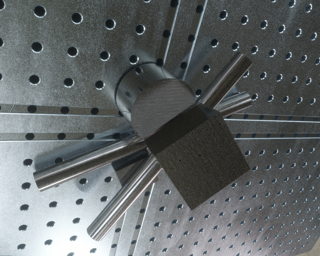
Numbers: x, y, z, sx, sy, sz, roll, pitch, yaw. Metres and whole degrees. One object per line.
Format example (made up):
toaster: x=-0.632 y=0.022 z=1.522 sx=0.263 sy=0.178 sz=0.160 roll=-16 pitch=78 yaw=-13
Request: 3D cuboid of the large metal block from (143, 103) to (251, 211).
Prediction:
large metal block: x=0.041 y=0.030 z=0.350 sx=0.080 sy=0.050 sz=0.080 roll=-34 pitch=112 yaw=-5

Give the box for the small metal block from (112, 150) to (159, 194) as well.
small metal block: x=-0.034 y=0.059 z=0.425 sx=0.050 sy=0.025 sz=0.050 roll=-25 pitch=128 yaw=-13

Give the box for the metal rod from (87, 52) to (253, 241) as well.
metal rod: x=0.008 y=0.028 z=0.397 sx=0.299 sy=0.025 sz=0.025 roll=-50 pitch=129 yaw=7

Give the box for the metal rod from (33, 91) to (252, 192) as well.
metal rod: x=-0.010 y=0.011 z=0.408 sx=0.302 sy=0.025 sz=0.025 roll=-21 pitch=127 yaw=-16

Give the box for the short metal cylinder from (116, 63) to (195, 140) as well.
short metal cylinder: x=-0.006 y=-0.030 z=0.369 sx=0.081 sy=0.050 sz=0.079 roll=-14 pitch=124 yaw=-21

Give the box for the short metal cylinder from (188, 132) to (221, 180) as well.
short metal cylinder: x=0.056 y=0.047 z=0.431 sx=0.050 sy=0.080 sz=0.080 roll=-37 pitch=129 yaw=-3
